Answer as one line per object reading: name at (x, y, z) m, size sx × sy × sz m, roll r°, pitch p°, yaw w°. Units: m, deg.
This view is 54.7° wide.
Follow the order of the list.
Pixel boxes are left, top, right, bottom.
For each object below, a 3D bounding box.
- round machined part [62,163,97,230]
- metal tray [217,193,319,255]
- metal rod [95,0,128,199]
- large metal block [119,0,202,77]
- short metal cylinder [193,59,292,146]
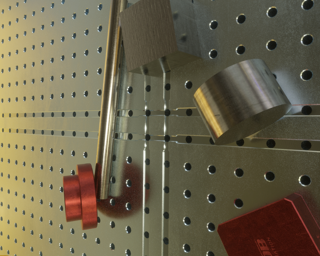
round machined part at (-0.122, 0.104, 0.467) m, size 0.098 × 0.042 × 0.097 m, roll 176°, pitch 89°, yaw -72°
metal tray at (0.124, 0.141, 0.303) m, size 0.090 × 0.030 × 0.130 m, roll -36°, pitch 68°, yaw 33°
metal rod at (-0.076, -0.041, 0.469) m, size 0.025 × 0.025 × 0.298 m, roll 10°, pitch 97°, yaw 39°
large metal block at (0.000, -0.118, 0.392) m, size 0.080 × 0.050 × 0.080 m, roll -14°, pitch 81°, yaw 39°
short metal cylinder at (0.080, -0.023, 0.307) m, size 0.080 × 0.081 × 0.050 m, roll -37°, pitch 68°, yaw 33°
